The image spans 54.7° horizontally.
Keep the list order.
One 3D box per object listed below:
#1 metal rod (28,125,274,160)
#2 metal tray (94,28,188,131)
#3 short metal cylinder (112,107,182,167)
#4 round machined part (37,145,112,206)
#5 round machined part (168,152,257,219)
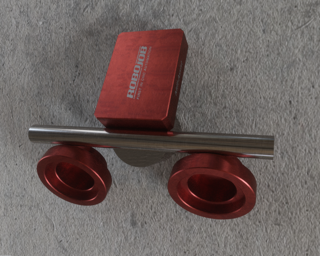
[{"bbox_3d":[-0.026,0.014,0.366,0.301,0.025,0.025,3,91,19],"label":"metal rod"},{"bbox_3d":[-0.020,-0.062,0.385,0.090,0.030,0.130,2,65,19],"label":"metal tray"},{"bbox_3d":[-0.017,0.008,0.402,0.080,0.050,0.079,0,90,19],"label":"short metal cylinder"},{"bbox_3d":[-0.111,0.059,0.422,0.098,0.042,0.097,9,131,11],"label":"round machined part"},{"bbox_3d":[0.061,0.062,0.360,0.098,0.042,0.097,10,136,11],"label":"round machined part"}]
